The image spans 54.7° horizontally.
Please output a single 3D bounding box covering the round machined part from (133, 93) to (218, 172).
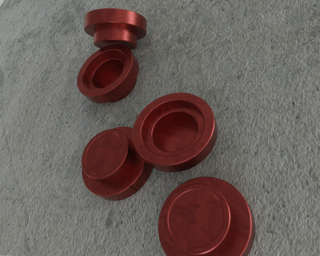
[{"bbox_3d":[0.020,0.009,0.373,0.098,0.042,0.098,-10,56,15],"label":"round machined part"}]

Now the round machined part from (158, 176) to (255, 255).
[{"bbox_3d":[0.042,0.095,0.313,0.098,0.042,0.098,-13,56,21],"label":"round machined part"}]

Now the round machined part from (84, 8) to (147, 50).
[{"bbox_3d":[-0.071,-0.152,0.495,0.098,0.098,0.042,1,89,28],"label":"round machined part"}]

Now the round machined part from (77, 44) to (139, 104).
[{"bbox_3d":[-0.076,-0.079,0.481,0.098,0.042,0.098,-13,56,21],"label":"round machined part"}]

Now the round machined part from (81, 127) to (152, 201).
[{"bbox_3d":[-0.061,0.040,0.400,0.098,0.042,0.098,-13,56,21],"label":"round machined part"}]
